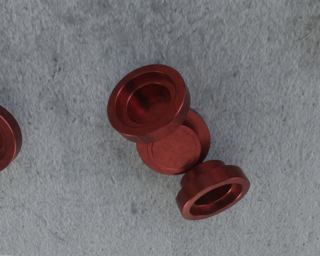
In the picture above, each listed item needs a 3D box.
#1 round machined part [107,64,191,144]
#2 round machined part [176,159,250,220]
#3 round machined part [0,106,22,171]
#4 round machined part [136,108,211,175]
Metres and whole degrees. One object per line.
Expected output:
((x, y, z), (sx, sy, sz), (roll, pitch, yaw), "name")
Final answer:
((-0.010, -0.025, 0.372), (0.098, 0.098, 0.042), (-26, 145, 9), "round machined part")
((0.066, 0.079, 0.415), (0.099, 0.042, 0.097), (-16, 142, -13), "round machined part")
((-0.228, 0.008, 0.401), (0.099, 0.042, 0.097), (0, 110, -1), "round machined part")
((0.018, 0.020, 0.408), (0.099, 0.042, 0.097), (0, 110, -1), "round machined part")
